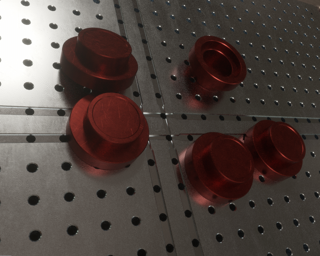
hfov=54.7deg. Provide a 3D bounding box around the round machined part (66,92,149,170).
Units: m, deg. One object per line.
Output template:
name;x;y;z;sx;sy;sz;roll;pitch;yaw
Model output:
round machined part;-0.057;-0.003;0.369;0.099;0.042;0.098;14;56;-21

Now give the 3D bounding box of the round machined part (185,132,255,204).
round machined part;0.087;0.048;0.417;0.099;0.042;0.098;14;56;-21

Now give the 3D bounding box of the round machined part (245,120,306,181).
round machined part;0.185;0.029;0.482;0.099;0.042;0.098;14;56;-21

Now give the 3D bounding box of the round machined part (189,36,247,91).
round machined part;0.090;-0.100;0.509;0.099;0.042;0.098;14;56;-21

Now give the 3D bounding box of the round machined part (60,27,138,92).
round machined part;-0.075;-0.093;0.399;0.099;0.042;0.098;16;40;-13
